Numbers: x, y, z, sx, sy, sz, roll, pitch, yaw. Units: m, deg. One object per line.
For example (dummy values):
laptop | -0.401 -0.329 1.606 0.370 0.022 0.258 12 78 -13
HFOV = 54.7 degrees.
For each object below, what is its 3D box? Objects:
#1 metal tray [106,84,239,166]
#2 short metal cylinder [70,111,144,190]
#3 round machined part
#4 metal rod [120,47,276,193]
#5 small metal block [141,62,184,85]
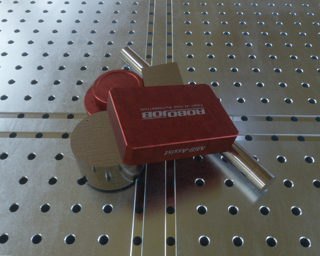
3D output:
metal tray | 0.013 -0.009 0.357 0.131 0.030 0.090 -6 49 -22
short metal cylinder | -0.059 0.025 0.364 0.081 0.050 0.080 0 50 0
round machined part | -0.055 -0.044 0.426 0.099 0.042 0.098 -1 50 1
metal rod | 0.034 -0.029 0.427 0.025 0.025 0.300 -29 56 -22
small metal block | 0.004 -0.061 0.423 0.050 0.025 0.050 -11 53 -3
